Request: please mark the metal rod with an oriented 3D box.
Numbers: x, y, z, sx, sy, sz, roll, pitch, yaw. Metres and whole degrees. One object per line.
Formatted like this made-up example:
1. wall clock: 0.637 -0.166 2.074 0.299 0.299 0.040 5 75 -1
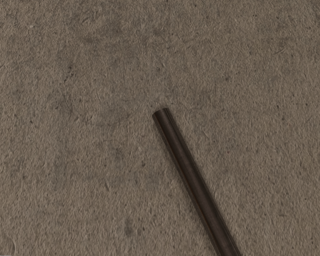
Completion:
1. metal rod: 0.062 0.108 0.369 0.025 0.025 0.299 -23 72 -8
